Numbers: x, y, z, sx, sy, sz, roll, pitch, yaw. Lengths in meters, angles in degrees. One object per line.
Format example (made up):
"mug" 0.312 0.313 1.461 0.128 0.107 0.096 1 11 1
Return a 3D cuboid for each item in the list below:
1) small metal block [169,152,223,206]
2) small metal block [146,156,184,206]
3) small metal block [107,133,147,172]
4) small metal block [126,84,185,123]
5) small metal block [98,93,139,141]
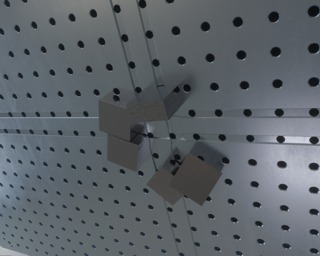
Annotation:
"small metal block" 0.047 0.067 0.411 0.050 0.025 0.050 32 88 7
"small metal block" 0.016 0.078 0.451 0.050 0.025 0.050 39 129 2
"small metal block" -0.049 0.030 0.457 0.050 0.025 0.050 19 126 17
"small metal block" -0.005 -0.030 0.379 0.050 0.050 0.025 -3 117 30
"small metal block" -0.057 -0.015 0.432 0.050 0.025 0.050 18 126 17
